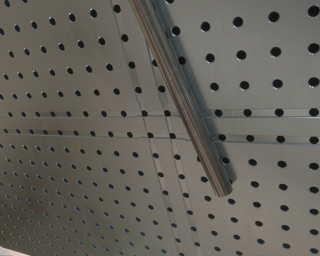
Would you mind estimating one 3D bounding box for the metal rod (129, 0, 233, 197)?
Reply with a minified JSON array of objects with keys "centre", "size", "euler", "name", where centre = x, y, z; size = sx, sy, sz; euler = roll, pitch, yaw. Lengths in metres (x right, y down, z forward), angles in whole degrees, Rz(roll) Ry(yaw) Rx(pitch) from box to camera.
[{"centre":[0.025,-0.043,0.371],"size":[0.025,0.025,0.299],"euler":[-13,112,33],"name":"metal rod"}]
